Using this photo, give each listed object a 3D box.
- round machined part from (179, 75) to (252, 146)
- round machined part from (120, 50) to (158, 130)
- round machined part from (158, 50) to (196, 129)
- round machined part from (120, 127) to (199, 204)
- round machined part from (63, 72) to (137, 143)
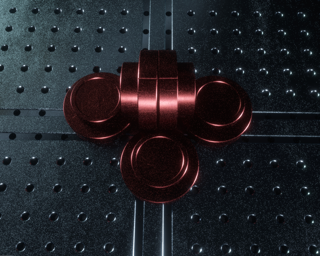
[{"bbox_3d":[0.074,-0.028,0.413,0.099,0.042,0.098,0,70,-1],"label":"round machined part"},{"bbox_3d":[-0.024,-0.047,0.383,0.042,0.098,0.098,1,70,0],"label":"round machined part"},{"bbox_3d":[0.020,-0.047,0.385,0.042,0.098,0.098,-1,70,-1],"label":"round machined part"},{"bbox_3d":[0.000,0.044,0.386,0.099,0.042,0.098,0,70,-1],"label":"round machined part"},{"bbox_3d":[-0.080,-0.032,0.413,0.099,0.042,0.098,0,70,-1],"label":"round machined part"}]
